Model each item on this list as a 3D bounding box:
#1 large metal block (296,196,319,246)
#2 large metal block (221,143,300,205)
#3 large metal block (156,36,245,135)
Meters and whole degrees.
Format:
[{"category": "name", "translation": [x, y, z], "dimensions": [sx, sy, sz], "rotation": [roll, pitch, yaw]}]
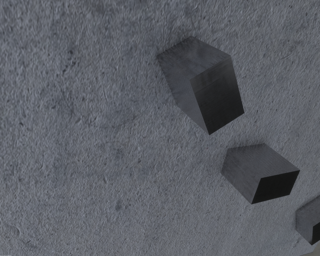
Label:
[{"category": "large metal block", "translation": [0.367, 0.214, 0.723], "dimensions": [0.080, 0.050, 0.080], "rotation": [-28, 128, -11]}, {"category": "large metal block", "translation": [0.160, 0.071, 0.502], "dimensions": [0.081, 0.080, 0.050], "rotation": [-5, 121, -26]}, {"category": "large metal block", "translation": [0.047, -0.052, 0.365], "dimensions": [0.050, 0.080, 0.080], "rotation": [-32, 129, -8]}]
